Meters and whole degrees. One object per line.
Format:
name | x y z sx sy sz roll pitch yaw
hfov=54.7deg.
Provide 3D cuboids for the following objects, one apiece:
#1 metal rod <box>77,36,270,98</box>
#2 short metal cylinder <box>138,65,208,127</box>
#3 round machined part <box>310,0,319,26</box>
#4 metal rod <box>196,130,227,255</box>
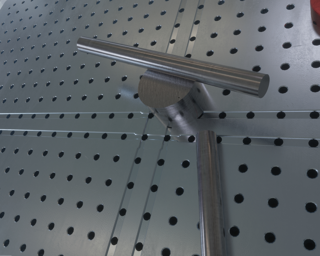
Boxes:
metal rod | -0.008 -0.087 0.401 0.300 0.025 0.025 22 73 36
short metal cylinder | 0.018 -0.048 0.412 0.080 0.050 0.080 -13 56 21
round machined part | 0.236 -0.166 0.375 0.098 0.042 0.098 -13 56 21
metal rod | 0.052 0.137 0.296 0.025 0.025 0.299 -12 56 21
